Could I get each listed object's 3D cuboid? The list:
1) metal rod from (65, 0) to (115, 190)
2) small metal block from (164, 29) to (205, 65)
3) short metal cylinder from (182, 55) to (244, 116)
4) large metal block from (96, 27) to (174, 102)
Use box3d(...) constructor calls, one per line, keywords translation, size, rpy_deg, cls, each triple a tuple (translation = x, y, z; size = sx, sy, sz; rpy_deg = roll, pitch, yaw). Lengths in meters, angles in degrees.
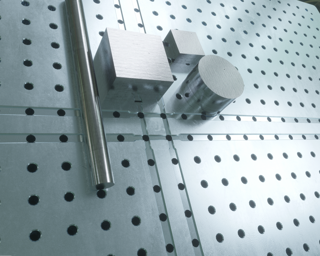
box3d(translation=(-0.096, -0.068, 0.398), size=(0.025, 0.025, 0.299), rpy_deg=(0, 62, -29), cls="metal rod")
box3d(translation=(0.041, -0.134, 0.514), size=(0.050, 0.025, 0.050), rpy_deg=(-3, 64, -30), cls="small metal block")
box3d(translation=(0.081, -0.065, 0.478), size=(0.081, 0.050, 0.080), rpy_deg=(14, 56, -21), cls="short metal cylinder")
box3d(translation=(-0.036, -0.085, 0.426), size=(0.081, 0.050, 0.080), rpy_deg=(0, 62, -29), cls="large metal block")
